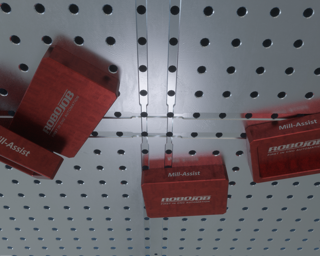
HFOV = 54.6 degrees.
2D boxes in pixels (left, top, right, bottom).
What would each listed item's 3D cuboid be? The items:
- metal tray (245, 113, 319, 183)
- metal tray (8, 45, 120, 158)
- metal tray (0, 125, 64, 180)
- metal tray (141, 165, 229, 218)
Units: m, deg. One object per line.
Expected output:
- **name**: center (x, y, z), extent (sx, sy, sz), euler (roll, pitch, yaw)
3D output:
- **metal tray**: center (0.191, 0.028, 0.433), extent (0.130, 0.030, 0.090), euler (-11, 130, 9)
- **metal tray**: center (-0.121, -0.026, 0.385), extent (0.090, 0.030, 0.129), euler (28, 125, -22)
- **metal tray**: center (-0.200, 0.024, 0.397), extent (0.130, 0.030, 0.090), euler (34, 156, -26)
- **metal tray**: center (0.040, 0.103, 0.496), extent (0.131, 0.030, 0.090), euler (-4, 130, 3)
